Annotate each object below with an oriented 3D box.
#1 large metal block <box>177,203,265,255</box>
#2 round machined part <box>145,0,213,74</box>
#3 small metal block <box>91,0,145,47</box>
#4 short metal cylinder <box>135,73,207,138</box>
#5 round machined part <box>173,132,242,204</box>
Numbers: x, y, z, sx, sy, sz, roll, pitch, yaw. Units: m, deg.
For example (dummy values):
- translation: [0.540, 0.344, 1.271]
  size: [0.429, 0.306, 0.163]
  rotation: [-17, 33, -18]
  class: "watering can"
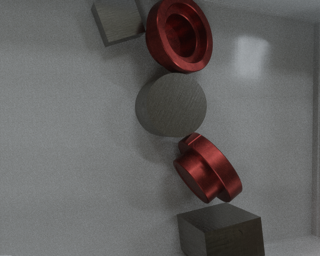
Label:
- translation: [0.078, 0.141, 0.412]
  size: [0.081, 0.080, 0.050]
  rotation: [-8, 93, -20]
  class: "large metal block"
- translation: [0.020, -0.116, 0.398]
  size: [0.099, 0.042, 0.097]
  rotation: [7, 80, -41]
  class: "round machined part"
- translation: [-0.053, -0.136, 0.392]
  size: [0.050, 0.025, 0.050]
  rotation: [-22, 98, -19]
  class: "small metal block"
- translation: [0.013, -0.028, 0.403]
  size: [0.081, 0.050, 0.079]
  rotation: [0, 90, -20]
  class: "short metal cylinder"
- translation: [0.054, 0.056, 0.393]
  size: [0.042, 0.098, 0.098]
  rotation: [-37, 102, -12]
  class: "round machined part"
